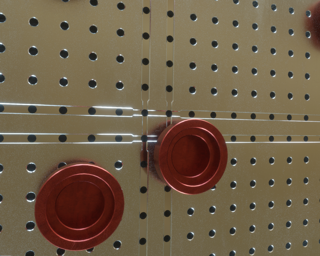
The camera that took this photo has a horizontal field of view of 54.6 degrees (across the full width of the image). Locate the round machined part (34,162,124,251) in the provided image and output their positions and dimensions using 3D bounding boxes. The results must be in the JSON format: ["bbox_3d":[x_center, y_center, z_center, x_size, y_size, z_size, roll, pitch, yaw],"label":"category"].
[{"bbox_3d":[-0.095,0.089,0.368,0.099,0.042,0.097,0,90,-20],"label":"round machined part"}]

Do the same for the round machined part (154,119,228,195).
[{"bbox_3d":[0.038,0.037,0.417,0.099,0.042,0.097,0,90,-20],"label":"round machined part"}]
